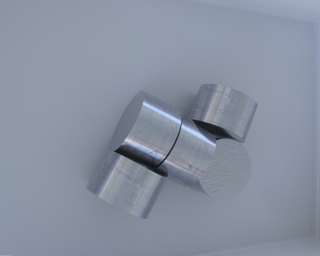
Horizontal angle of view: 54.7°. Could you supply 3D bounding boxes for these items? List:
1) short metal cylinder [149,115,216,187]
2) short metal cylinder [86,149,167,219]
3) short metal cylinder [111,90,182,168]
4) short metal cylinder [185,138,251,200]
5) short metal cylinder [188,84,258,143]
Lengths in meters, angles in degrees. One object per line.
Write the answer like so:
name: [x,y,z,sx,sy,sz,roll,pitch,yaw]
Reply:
short metal cylinder: [0.025,0.027,0.391,0.050,0.080,0.080,28,81,-18]
short metal cylinder: [-0.039,0.065,0.366,0.080,0.080,0.050,31,80,-18]
short metal cylinder: [-0.018,0.002,0.374,0.050,0.080,0.080,27,81,-18]
short metal cylinder: [0.076,0.053,0.425,0.081,0.050,0.079,0,90,-21]
short metal cylinder: [0.082,-0.018,0.411,0.080,0.080,0.050,24,82,-19]
